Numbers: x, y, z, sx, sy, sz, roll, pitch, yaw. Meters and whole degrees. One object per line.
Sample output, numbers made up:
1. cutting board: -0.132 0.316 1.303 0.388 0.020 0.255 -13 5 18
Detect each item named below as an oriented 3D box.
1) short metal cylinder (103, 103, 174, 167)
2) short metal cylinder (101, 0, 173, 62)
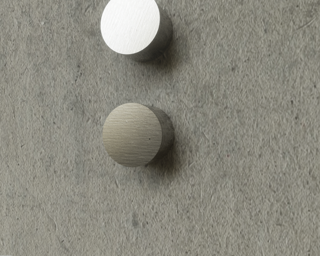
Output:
1. short metal cylinder: -0.027 0.009 0.405 0.080 0.050 0.079 0 90 20
2. short metal cylinder: -0.029 -0.131 0.406 0.080 0.050 0.079 0 90 20
